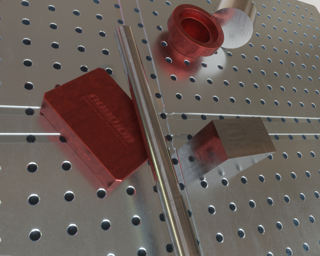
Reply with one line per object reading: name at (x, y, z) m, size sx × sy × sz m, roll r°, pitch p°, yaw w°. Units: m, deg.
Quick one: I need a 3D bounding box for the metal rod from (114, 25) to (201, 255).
metal rod at (-0.010, 0.001, 0.364) m, size 0.025 × 0.025 × 0.299 m, roll -3°, pitch 63°, yaw -30°

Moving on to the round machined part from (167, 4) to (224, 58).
round machined part at (0.056, -0.159, 0.527) m, size 0.099 × 0.042 × 0.098 m, roll 14°, pitch 56°, yaw -21°

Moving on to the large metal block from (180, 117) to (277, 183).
large metal block at (0.086, 0.028, 0.404) m, size 0.081 × 0.080 × 0.050 m, roll -4°, pitch 64°, yaw -31°

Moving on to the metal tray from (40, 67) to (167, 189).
metal tray at (-0.065, -0.003, 0.373) m, size 0.130 × 0.030 × 0.091 m, roll 48°, pitch 51°, yaw 5°

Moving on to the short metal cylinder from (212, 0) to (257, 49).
short metal cylinder at (0.132, -0.193, 0.565) m, size 0.080 × 0.080 × 0.050 m, roll 31°, pitch 51°, yaw -9°
